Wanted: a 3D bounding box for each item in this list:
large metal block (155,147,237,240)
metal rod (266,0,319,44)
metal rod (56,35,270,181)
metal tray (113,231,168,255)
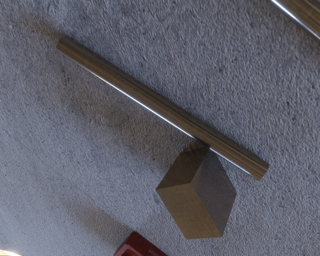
[{"bbox_3d":[0.050,0.081,0.394,0.050,0.080,0.080,-19,109,35],"label":"large metal block"},{"bbox_3d":[0.099,-0.128,0.275,0.300,0.025,0.025,40,129,0],"label":"metal rod"},{"bbox_3d":[-0.001,-0.028,0.388,0.301,0.025,0.025,33,129,6],"label":"metal rod"},{"bbox_3d":[-0.020,0.258,0.571,0.130,0.030,0.089,37,129,3],"label":"metal tray"}]
